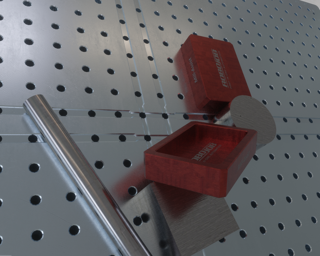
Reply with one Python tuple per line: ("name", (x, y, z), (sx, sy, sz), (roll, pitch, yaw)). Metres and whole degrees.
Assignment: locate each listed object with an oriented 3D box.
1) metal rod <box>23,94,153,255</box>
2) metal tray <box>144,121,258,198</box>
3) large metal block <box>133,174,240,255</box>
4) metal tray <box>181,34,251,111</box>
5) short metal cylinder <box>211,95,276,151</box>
("metal rod", (-0.054, 0.088, 0.324), (0.025, 0.025, 0.299), (-29, 78, -38))
("metal tray", (0.052, 0.028, 0.358), (0.090, 0.030, 0.131), (10, 21, 27))
("large metal block", (0.028, 0.096, 0.349), (0.081, 0.050, 0.080), (-13, 69, -34))
("metal tray", (0.092, -0.089, 0.510), (0.091, 0.030, 0.130), (3, 60, -27))
("short metal cylinder", (0.123, -0.002, 0.460), (0.081, 0.050, 0.080), (14, 56, -21))
